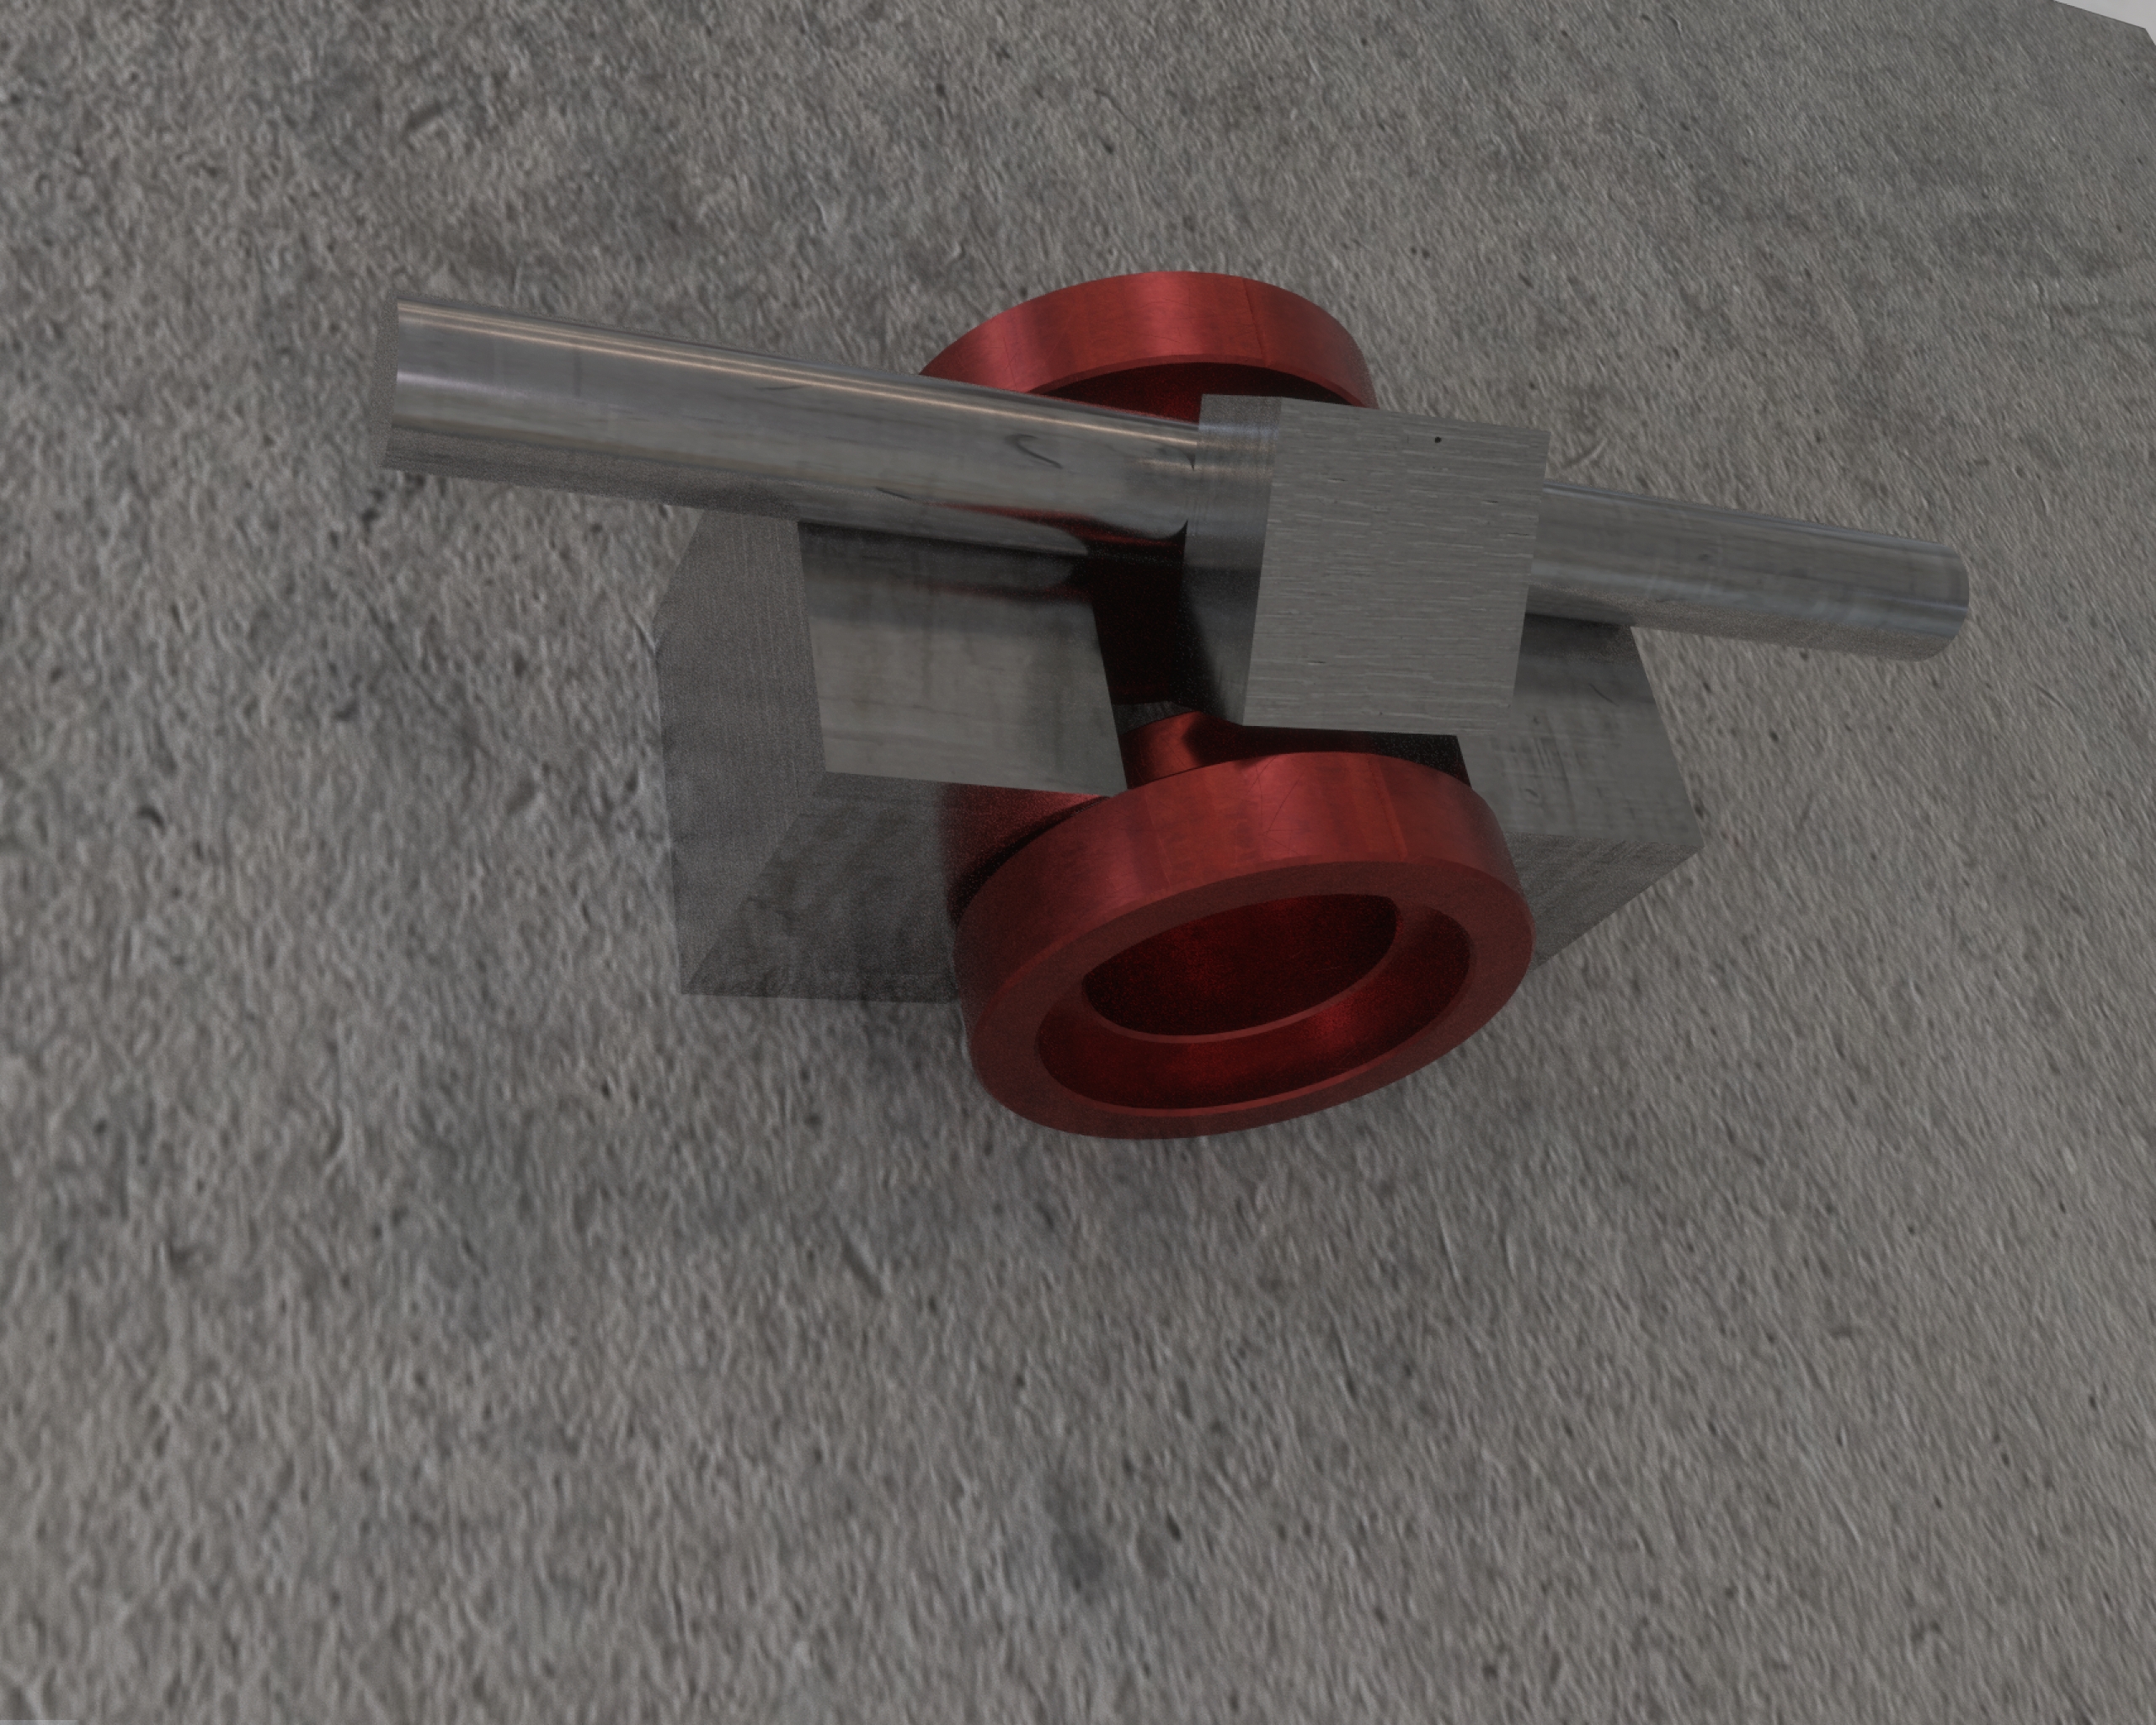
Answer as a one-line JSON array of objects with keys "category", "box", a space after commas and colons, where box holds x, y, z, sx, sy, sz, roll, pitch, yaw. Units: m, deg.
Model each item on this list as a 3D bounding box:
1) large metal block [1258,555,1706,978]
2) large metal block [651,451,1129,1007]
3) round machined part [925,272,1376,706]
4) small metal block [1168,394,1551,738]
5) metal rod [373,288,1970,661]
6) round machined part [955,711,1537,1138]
[{"category": "large metal block", "box": [0.069, -0.021, 0.420, 0.050, 0.080, 0.080, 4, 60, -27]}, {"category": "large metal block", "box": [-0.037, -0.028, 0.367, 0.050, 0.080, 0.080, 4, 60, -26]}, {"category": "round machined part", "box": [0.013, -0.065, 0.405, 0.099, 0.097, 0.042, 4, 61, -27]}, {"category": "small metal block", "box": [0.045, -0.048, 0.339, 0.050, 0.025, 0.050, 1, 102, -26]}, {"category": "metal rod", "box": [0.038, -0.061, 0.360, 0.302, 0.025, 0.025, 3, 61, -27]}, {"category": "round machined part", "box": [0.027, 0.008, 0.367, 0.099, 0.097, 0.042, 4, 55, -26]}]
